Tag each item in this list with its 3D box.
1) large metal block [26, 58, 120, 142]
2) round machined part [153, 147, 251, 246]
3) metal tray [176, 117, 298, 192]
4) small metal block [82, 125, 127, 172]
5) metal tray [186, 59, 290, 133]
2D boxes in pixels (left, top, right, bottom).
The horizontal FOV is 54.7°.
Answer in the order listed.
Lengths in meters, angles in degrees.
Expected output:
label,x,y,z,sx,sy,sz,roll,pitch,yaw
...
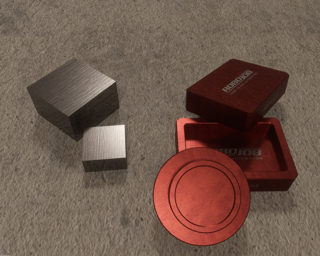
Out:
label,x,y,z,sx,sy,sz,roll,pitch,yaw
large metal block,-0.114,-0.041,0.420,0.080,0.050,0.080,31,57,23
round machined part,0.042,0.067,0.310,0.099,0.042,0.098,0,79,-1
metal tray,0.086,0.030,0.375,0.131,0.030,0.090,0,50,-1
small metal block,-0.067,0.025,0.382,0.050,0.025,0.050,-4,50,-4
metal tray,0.106,-0.050,0.418,0.090,0.030,0.131,24,42,30
